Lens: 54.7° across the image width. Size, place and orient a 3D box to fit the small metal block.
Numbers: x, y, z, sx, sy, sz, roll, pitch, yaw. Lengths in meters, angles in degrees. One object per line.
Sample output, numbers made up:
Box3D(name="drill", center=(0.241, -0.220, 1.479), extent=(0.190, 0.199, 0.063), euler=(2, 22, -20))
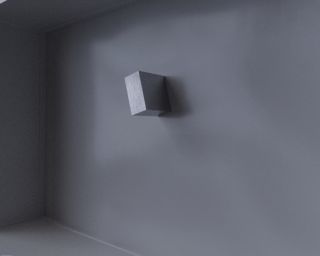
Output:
Box3D(name="small metal block", center=(-0.015, -0.043, 0.401), extent=(0.025, 0.050, 0.050), euler=(-19, 78, 38))
